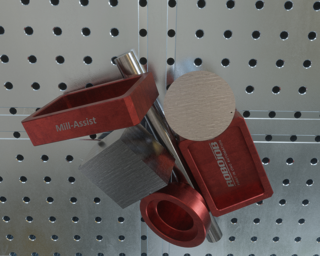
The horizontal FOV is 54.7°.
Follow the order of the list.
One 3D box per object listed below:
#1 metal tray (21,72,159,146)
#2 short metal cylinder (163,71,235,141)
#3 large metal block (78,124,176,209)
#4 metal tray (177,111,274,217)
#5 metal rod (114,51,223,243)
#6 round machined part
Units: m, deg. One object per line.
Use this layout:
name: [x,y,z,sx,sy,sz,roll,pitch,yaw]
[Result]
metal tray: [-0.075,-0.023,0.350,0.130,0.090,0.030,-11,112,19]
short metal cylinder: [0.048,-0.024,0.372,0.080,0.050,0.080,-1,86,11]
large metal block: [-0.041,0.045,0.393,0.080,0.050,0.080,-34,108,30]
metal tray: [0.090,0.051,0.427,0.090,0.030,0.129,-24,109,8]
metal rod: [0.019,0.038,0.423,0.025,0.025,0.299,-24,109,8]
round machined part: [0.025,0.114,0.427,0.098,0.042,0.097,17,129,23]
